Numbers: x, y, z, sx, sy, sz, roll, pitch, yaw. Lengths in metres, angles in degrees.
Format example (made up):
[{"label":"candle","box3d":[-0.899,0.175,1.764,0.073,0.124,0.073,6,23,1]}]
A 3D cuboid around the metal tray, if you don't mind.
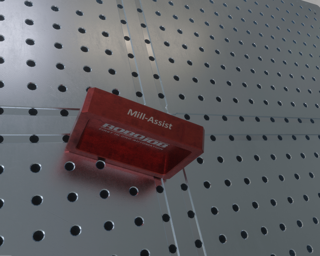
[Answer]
[{"label":"metal tray","box3d":[-0.028,0.012,0.343,0.131,0.090,0.030,19,54,-17]}]
